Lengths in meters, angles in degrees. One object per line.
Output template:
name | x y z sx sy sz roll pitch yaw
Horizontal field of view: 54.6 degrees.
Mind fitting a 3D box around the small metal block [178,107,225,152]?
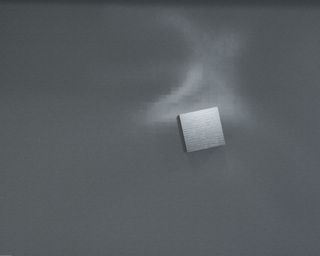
small metal block | 0.055 0.002 0.412 0.050 0.025 0.050 -12 90 0
